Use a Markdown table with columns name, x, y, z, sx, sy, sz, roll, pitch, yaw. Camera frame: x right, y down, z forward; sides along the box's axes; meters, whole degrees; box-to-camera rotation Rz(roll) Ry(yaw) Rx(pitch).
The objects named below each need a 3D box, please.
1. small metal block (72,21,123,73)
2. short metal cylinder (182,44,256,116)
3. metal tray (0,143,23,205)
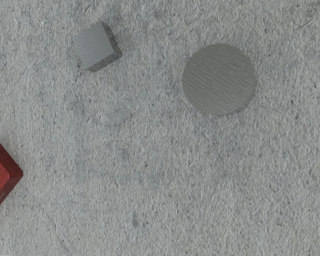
| name | x | y | z | sx | sy | sz | roll | pitch | yaw |
| --- | --- | --- | --- | --- | --- | --- | --- | --- | --- |
| small metal block | -0.089 | -0.114 | 0.440 | 0.050 | 0.025 | 0.050 | -26 | 81 | 18 |
| short metal cylinder | 0.072 | -0.055 | 0.370 | 0.080 | 0.050 | 0.079 | 0 | 90 | 20 |
| metal tray | -0.295 | 0.090 | 0.510 | 0.090 | 0.030 | 0.130 | 45 | 104 | 14 |
